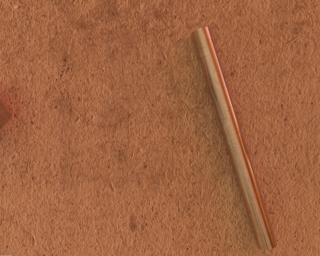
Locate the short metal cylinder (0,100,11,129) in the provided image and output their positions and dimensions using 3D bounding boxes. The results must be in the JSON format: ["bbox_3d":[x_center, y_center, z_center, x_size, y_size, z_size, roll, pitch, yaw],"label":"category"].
[{"bbox_3d":[-0.236,-0.016,0.380,0.080,0.080,0.050,-36,90,0],"label":"short metal cylinder"}]

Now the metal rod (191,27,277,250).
[{"bbox_3d":[0.098,0.014,0.410,0.025,0.025,0.298,-17,90,0],"label":"metal rod"}]
